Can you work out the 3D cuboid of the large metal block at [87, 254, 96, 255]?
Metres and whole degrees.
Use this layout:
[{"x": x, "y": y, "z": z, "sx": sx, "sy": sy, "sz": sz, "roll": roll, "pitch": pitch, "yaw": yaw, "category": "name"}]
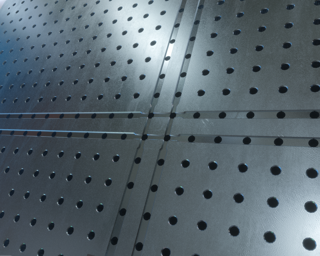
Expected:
[{"x": -0.038, "y": 0.171, "z": 0.288, "sx": 0.050, "sy": 0.080, "sz": 0.080, "roll": 2, "pitch": 63, "yaw": 29, "category": "large metal block"}]
